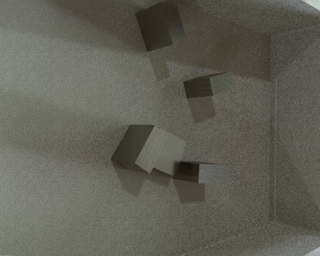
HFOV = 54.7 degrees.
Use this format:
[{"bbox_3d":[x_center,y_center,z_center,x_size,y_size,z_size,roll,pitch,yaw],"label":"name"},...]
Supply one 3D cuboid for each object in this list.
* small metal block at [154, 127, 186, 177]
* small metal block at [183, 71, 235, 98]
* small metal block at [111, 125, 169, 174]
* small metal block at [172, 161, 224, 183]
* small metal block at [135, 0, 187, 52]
[{"bbox_3d":[0.002,0.032,0.408,0.050,0.025,0.050,29,72,-36],"label":"small metal block"},{"bbox_3d":[0.071,-0.063,0.450,0.050,0.050,0.025,-22,104,-38],"label":"small metal block"},{"bbox_3d":[-0.025,0.024,0.370,0.025,0.050,0.050,42,65,-32],"label":"small metal block"},{"bbox_3d":[0.053,0.061,0.435,0.050,0.050,0.025,7,86,-40],"label":"small metal block"},{"bbox_3d":[0.001,-0.128,0.390,0.025,0.050,0.050,-30,109,-36],"label":"small metal block"}]
